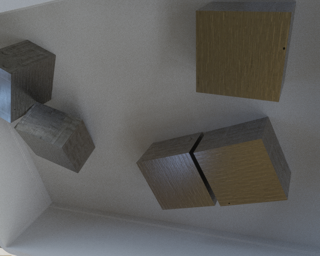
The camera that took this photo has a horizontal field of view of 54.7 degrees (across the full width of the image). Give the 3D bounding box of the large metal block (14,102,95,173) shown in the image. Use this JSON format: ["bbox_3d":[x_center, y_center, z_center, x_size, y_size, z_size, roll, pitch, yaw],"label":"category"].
[{"bbox_3d":[-0.153,0.015,0.462,0.080,0.050,0.080,20,150,15],"label":"large metal block"}]

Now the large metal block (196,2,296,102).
[{"bbox_3d":[0.082,-0.077,0.302,0.080,0.050,0.079,10,123,22],"label":"large metal block"}]

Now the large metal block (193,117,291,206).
[{"bbox_3d":[0.099,0.042,0.366,0.080,0.050,0.080,-16,110,34],"label":"large metal block"}]

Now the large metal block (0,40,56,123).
[{"bbox_3d":[-0.197,-0.067,0.433,0.050,0.080,0.079,29,128,9],"label":"large metal block"}]

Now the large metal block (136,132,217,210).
[{"bbox_3d":[0.029,0.059,0.413,0.080,0.050,0.080,-15,111,34],"label":"large metal block"}]
